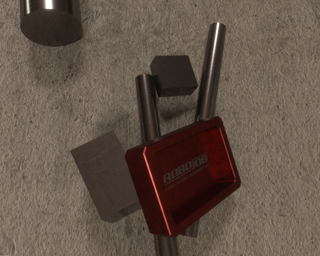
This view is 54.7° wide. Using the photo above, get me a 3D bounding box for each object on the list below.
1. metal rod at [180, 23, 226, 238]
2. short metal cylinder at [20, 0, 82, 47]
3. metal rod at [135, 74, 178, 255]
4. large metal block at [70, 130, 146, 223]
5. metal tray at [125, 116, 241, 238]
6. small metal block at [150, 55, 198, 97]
[{"bbox_3d":[0.059,-0.012,0.413,0.025,0.025,0.299,10,70,3],"label":"metal rod"},{"bbox_3d":[-0.153,-0.159,0.435,0.081,0.080,0.050,-9,71,-4],"label":"short metal cylinder"},{"bbox_3d":[-0.003,0.070,0.382,0.025,0.025,0.299,-7,70,-3],"label":"metal rod"},{"bbox_3d":[-0.054,0.059,0.357,0.050,0.080,0.080,-27,73,-9],"label":"large metal block"},{"bbox_3d":[0.032,0.046,0.336,0.131,0.030,0.090,-21,95,-44],"label":"metal tray"},{"bbox_3d":[0.019,-0.072,0.427,0.050,0.025,0.050,-7,69,-23],"label":"small metal block"}]
